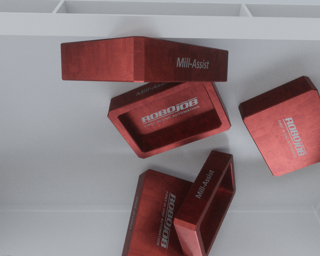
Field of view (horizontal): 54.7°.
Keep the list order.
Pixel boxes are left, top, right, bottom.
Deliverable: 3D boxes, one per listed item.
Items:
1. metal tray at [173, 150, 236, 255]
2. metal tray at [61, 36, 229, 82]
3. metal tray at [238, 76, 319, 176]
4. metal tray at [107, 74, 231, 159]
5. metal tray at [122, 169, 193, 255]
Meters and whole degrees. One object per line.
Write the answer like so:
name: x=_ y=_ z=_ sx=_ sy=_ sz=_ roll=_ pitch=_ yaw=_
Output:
metal tray: x=0.068 y=0.106 z=0.433 sx=0.030 sy=0.130 sz=0.090 roll=12 pitch=136 yaw=29
metal tray: x=-0.008 y=-0.057 z=0.278 sx=0.090 sy=0.131 sz=0.030 roll=8 pitch=102 yaw=38
metal tray: x=0.172 y=0.004 z=0.412 sx=0.090 sy=0.030 sz=0.130 roll=-25 pitch=126 yaw=19
metal tray: x=0.013 y=-0.017 z=0.391 sx=0.130 sy=0.030 sz=0.090 roll=-20 pitch=128 yaw=16
metal tray: x=0.004 y=0.135 z=0.455 sx=0.091 sy=0.130 sz=0.030 roll=20 pitch=152 yaw=-17
